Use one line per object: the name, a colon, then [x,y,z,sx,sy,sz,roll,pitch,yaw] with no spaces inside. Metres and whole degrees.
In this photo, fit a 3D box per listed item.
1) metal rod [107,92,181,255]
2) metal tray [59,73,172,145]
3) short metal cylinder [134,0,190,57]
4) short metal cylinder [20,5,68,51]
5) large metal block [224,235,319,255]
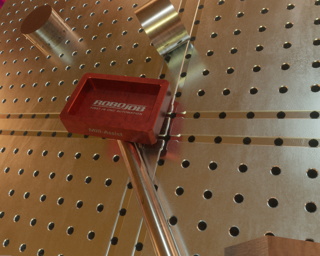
metal rod: [-0.028,0.054,0.389,0.025,0.025,0.300,-31,52,8]
metal tray: [-0.058,-0.030,0.423,0.130,0.030,0.090,8,54,15]
short metal cylinder: [0.004,-0.155,0.466,0.050,0.080,0.080,-30,52,9]
short metal cylinder: [-0.241,-0.209,0.647,0.080,0.050,0.080,-13,56,21]
large metal block: [0.088,0.133,0.236,0.050,0.080,0.080,11,61,-7]
